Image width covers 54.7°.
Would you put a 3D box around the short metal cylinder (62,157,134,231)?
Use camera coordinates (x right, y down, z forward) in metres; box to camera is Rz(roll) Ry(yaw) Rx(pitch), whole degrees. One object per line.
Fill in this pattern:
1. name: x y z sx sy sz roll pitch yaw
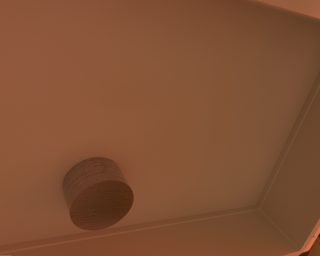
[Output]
1. short metal cylinder: -0.081 0.085 0.402 0.081 0.050 0.079 -14 125 -21
